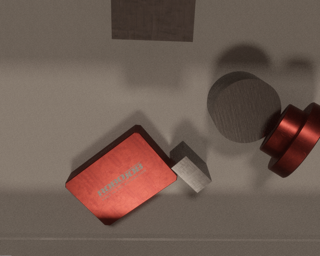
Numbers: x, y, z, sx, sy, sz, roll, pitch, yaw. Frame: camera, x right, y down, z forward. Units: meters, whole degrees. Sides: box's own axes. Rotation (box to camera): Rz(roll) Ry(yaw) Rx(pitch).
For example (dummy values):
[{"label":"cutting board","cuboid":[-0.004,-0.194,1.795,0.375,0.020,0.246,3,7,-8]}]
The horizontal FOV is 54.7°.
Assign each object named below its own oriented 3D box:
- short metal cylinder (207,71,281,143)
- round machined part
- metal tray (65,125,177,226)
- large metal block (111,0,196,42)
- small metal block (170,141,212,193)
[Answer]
[{"label":"short metal cylinder","cuboid":[0.103,-0.027,0.389,0.081,0.050,0.079,0,110,-1]},{"label":"round machined part","cuboid":[0.160,0.009,0.383,0.042,0.098,0.097,33,108,13]},{"label":"metal tray","cuboid":[-0.053,0.068,0.433,0.130,0.030,0.090,-36,107,12]},{"label":"large metal block","cuboid":[-0.007,-0.124,0.336,0.081,0.080,0.050,2,110,-1]},{"label":"small metal block","cuboid":[0.040,0.051,0.417,0.025,0.050,0.050,-42,105,14]}]
